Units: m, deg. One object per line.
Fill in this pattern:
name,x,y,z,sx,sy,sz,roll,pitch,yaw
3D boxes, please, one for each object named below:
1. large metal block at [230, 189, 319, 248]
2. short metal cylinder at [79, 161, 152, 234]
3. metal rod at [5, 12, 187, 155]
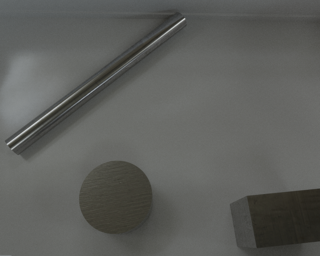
large metal block,0.130,0.102,0.345,0.081,0.080,0.050,-5,70,-2
short metal cylinder,-0.049,0.083,0.365,0.081,0.050,0.080,0,70,0
metal rod,-0.079,-0.070,0.434,0.301,0.025,0.025,-41,75,-14
